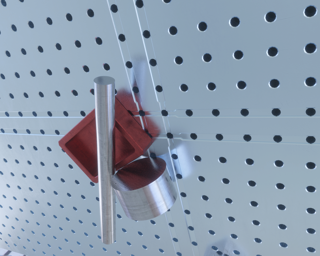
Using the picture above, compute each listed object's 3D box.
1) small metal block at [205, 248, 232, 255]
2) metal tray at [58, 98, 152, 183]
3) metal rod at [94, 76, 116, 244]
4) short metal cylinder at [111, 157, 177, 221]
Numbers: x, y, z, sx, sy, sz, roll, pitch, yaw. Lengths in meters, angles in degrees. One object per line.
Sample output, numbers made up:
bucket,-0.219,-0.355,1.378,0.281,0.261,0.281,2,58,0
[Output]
small metal block,0.100,0.227,0.498,0.050,0.025,0.050,45,129,-4
metal tray,-0.085,0.022,0.464,0.130,0.030,0.090,-34,100,38
metal rod,-0.078,0.067,0.451,0.025,0.025,0.298,17,126,18
short metal cylinder,-0.022,0.084,0.437,0.080,0.080,0.050,-6,115,30
